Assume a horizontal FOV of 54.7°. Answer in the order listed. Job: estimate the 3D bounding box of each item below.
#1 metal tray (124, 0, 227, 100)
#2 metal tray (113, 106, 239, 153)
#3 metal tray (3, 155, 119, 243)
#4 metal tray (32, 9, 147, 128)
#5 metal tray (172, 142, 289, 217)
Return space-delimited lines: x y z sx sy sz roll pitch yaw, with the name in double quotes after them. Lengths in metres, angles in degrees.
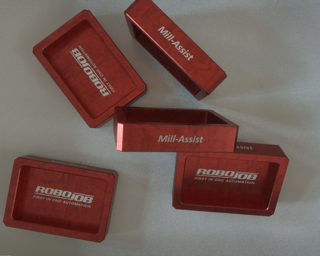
0.017 -0.092 0.378 0.130 0.090 0.030 44 90 0 "metal tray"
0.013 0.000 0.364 0.131 0.090 0.030 1 105 -12 "metal tray"
-0.128 0.091 0.407 0.131 0.030 0.089 10 90 0 "metal tray"
-0.089 -0.075 0.407 0.090 0.030 0.130 -37 90 0 "metal tray"
0.084 0.063 0.392 0.131 0.030 0.089 5 114 0 "metal tray"
